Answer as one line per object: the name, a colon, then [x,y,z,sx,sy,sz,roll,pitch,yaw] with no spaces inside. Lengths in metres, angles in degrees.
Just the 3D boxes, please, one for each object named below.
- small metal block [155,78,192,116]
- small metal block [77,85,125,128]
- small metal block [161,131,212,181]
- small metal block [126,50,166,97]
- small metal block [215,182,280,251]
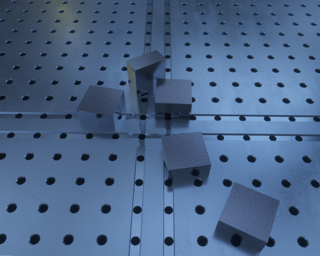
small metal block: [0.019,-0.044,0.445,0.050,0.025,0.050,2,50,1]
small metal block: [-0.081,-0.031,0.432,0.050,0.025,0.050,9,51,7]
small metal block: [0.031,0.034,0.380,0.050,0.025,0.050,-7,50,-6]
small metal block: [-0.020,-0.081,0.459,0.050,0.050,0.025,-26,55,-20]
small metal block: [0.093,0.093,0.331,0.050,0.025,0.050,22,53,17]
